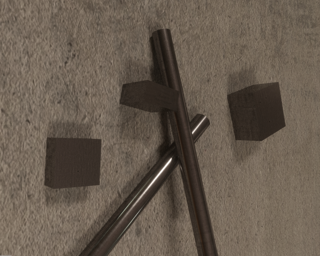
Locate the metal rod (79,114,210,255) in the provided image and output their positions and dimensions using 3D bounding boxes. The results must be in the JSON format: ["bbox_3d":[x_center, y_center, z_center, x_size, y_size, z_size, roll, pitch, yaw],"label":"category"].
[{"bbox_3d":[-0.024,0.086,0.386,0.301,0.025,0.025,-48,119,-29],"label":"metal rod"}]

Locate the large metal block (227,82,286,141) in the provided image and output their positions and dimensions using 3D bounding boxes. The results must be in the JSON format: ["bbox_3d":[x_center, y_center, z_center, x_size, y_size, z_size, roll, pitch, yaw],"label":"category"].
[{"bbox_3d":[0.167,-0.029,0.531,0.081,0.050,0.079,-23,105,-38],"label":"large metal block"}]

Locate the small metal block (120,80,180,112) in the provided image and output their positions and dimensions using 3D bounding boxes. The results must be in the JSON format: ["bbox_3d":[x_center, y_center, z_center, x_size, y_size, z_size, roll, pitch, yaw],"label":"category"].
[{"bbox_3d":[-0.013,-0.037,0.379,0.050,0.050,0.025,14,81,-40],"label":"small metal block"}]

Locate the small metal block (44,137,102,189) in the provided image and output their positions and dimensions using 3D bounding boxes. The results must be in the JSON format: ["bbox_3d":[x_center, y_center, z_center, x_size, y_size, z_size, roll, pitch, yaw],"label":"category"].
[{"bbox_3d":[-0.092,0.036,0.329,0.050,0.025,0.050,3,88,-40],"label":"small metal block"}]

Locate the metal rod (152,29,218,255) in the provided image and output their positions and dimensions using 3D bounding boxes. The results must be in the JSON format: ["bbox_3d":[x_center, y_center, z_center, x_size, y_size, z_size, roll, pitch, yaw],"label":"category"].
[{"bbox_3d":[0.032,0.020,0.403,0.025,0.025,0.298,-10,87,-40],"label":"metal rod"}]
